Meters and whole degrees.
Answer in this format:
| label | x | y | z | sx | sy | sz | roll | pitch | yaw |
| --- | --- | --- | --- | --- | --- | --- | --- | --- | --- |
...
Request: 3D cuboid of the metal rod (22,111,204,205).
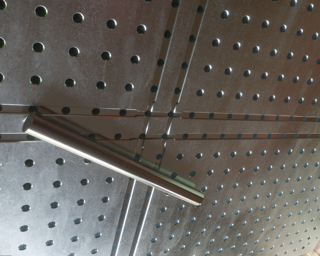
| label | x | y | z | sx | sy | sz | roll | pitch | yaw |
| --- | --- | --- | --- | --- | --- | --- | --- | --- | --- |
| metal rod | -0.039 | 0.055 | 0.423 | 0.301 | 0.025 | 0.025 | 31 | 101 | -38 |
